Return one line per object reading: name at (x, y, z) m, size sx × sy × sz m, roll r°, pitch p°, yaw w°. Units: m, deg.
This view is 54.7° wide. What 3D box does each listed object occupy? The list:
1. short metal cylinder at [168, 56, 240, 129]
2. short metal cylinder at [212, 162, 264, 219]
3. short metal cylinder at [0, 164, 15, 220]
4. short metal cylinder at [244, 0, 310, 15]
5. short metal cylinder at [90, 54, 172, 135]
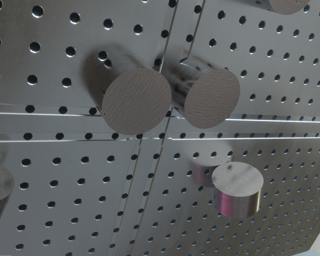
short metal cylinder at (0.055, -0.046, 0.398) m, size 0.081 × 0.050 × 0.079 m, roll -14°, pitch 125°, yaw -21°
short metal cylinder at (0.126, 0.101, 0.509) m, size 0.081 × 0.080 × 0.050 m, roll -19°, pitch 126°, yaw -18°
short metal cylinder at (-0.197, 0.068, 0.311) m, size 0.081 × 0.080 × 0.050 m, roll 17°, pitch 109°, yaw -36°
short metal cylinder at (0.141, -0.179, 0.363) m, size 0.081 × 0.050 × 0.079 m, roll -14°, pitch 125°, yaw -21°
short metal cylinder at (-0.034, -0.038, 0.354) m, size 0.081 × 0.050 × 0.079 m, roll -14°, pitch 124°, yaw -21°
